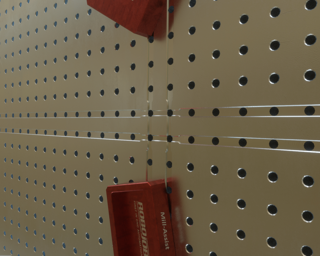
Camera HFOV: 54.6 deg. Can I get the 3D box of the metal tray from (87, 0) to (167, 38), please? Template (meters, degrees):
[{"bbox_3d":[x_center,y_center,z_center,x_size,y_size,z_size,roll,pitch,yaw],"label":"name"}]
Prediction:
[{"bbox_3d":[-0.047,-0.198,0.446,0.130,0.030,0.089,40,114,33],"label":"metal tray"}]

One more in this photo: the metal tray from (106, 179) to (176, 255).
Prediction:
[{"bbox_3d":[-0.027,0.141,0.429,0.090,0.030,0.129,-14,81,39],"label":"metal tray"}]
